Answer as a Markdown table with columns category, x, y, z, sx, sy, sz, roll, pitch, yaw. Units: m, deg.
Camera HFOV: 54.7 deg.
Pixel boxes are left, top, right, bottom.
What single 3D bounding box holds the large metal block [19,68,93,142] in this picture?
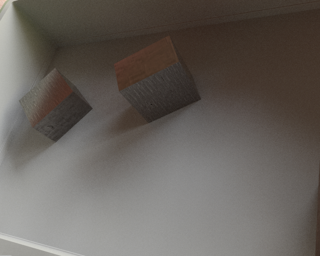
| category | x | y | z | sx | sy | sz | roll | pitch | yaw |
| --- | --- | --- | --- | --- | --- | --- | --- | --- | --- |
| large metal block | -0.169 | -0.038 | 0.502 | 0.080 | 0.050 | 0.080 | -43 | 51 | -2 |

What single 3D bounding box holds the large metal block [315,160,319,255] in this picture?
| category | x | y | z | sx | sy | sz | roll | pitch | yaw |
| --- | --- | --- | --- | --- | --- | --- | --- | --- | --- |
| large metal block | 0.174 | 0.076 | 0.252 | 0.080 | 0.050 | 0.080 | 2 | 62 | 29 |

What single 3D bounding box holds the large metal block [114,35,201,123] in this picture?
| category | x | y | z | sx | sy | sz | roll | pitch | yaw |
| --- | --- | --- | --- | --- | --- | --- | --- | --- | --- |
| large metal block | -0.002 | -0.061 | 0.409 | 0.080 | 0.080 | 0.050 | -25 | 53 | 13 |
